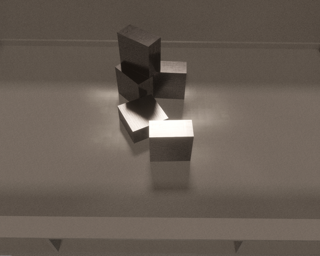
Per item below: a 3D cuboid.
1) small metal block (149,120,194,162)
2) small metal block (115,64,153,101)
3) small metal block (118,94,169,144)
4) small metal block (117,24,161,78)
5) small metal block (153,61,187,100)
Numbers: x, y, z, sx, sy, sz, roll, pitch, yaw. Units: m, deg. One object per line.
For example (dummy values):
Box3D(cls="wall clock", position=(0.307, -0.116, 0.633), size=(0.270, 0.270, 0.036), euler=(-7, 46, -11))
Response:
Box3D(cls="small metal block", position=(0.013, 0.016, 0.375), size=(0.050, 0.050, 0.025), euler=(-1, 50, -1))
Box3D(cls="small metal block", position=(-0.036, -0.061, 0.440), size=(0.025, 0.050, 0.050), euler=(-35, 59, -26))
Box3D(cls="small metal block", position=(-0.023, -0.013, 0.416), size=(0.050, 0.025, 0.050), euler=(-21, 54, -17))
Box3D(cls="small metal block", position=(-0.027, -0.101, 0.409), size=(0.050, 0.050, 0.025), euler=(29, 56, 22))
Box3D(cls="small metal block", position=(0.012, -0.069, 0.447), size=(0.050, 0.050, 0.025), euler=(3, 50, 2))
